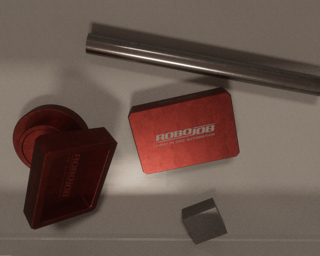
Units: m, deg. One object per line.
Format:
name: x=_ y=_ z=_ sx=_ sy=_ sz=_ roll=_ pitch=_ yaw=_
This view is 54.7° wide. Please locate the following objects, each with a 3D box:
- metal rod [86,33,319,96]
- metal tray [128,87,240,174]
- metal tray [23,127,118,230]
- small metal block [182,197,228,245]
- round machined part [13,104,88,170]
metal rod: x=0.062 y=-0.077 z=0.383 sx=0.302 sy=0.025 sz=0.025 roll=10 pitch=110 yaw=-4
metal tray: x=0.032 y=0.004 z=0.411 sx=0.131 sy=0.030 sz=0.089 roll=-12 pitch=110 yaw=4
metal tray: x=-0.114 y=0.063 z=0.389 sx=0.091 sy=0.030 sz=0.129 roll=-9 pitch=132 yaw=-41
small metal block: x=0.066 y=0.139 z=0.464 sx=0.050 sy=0.025 sz=0.050 roll=-23 pitch=109 yaw=8
round machined part: x=-0.144 y=0.021 z=0.408 sx=0.099 sy=0.042 sz=0.097 roll=0 pitch=110 yaw=-1
